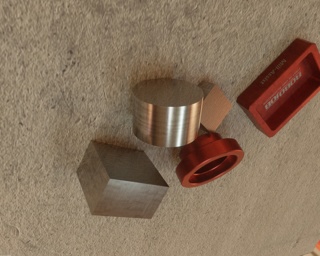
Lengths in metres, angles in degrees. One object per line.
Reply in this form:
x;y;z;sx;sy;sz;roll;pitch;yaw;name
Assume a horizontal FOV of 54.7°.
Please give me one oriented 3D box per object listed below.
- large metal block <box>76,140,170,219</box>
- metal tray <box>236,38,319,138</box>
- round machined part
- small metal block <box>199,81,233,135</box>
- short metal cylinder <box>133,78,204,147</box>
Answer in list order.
-0.048;0.064;0.385;0.081;0.080;0.050;16;110;-35;large metal block
0.188;-0.058;0.470;0.130;0.030;0.090;-46;129;4;metal tray
0.066;0.043;0.443;0.099;0.042;0.098;-20;151;-11;round machined part
0.064;-0.027;0.418;0.050;0.025;0.050;42;81;-39;small metal block
0.008;-0.020;0.363;0.081;0.080;0.050;-11;123;-23;short metal cylinder
